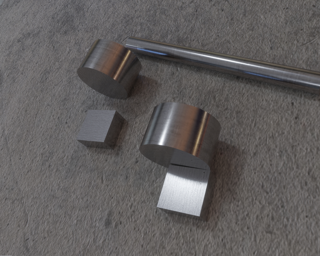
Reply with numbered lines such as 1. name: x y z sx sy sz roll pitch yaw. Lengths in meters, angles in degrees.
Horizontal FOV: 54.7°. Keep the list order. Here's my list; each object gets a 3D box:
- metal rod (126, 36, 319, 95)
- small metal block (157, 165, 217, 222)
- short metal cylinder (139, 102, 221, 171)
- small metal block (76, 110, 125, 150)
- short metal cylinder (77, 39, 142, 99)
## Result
1. metal rod: 0.066 -0.094 0.426 0.300 0.025 0.025 22 74 36
2. small metal block: 0.031 0.072 0.344 0.050 0.025 0.050 4 64 30
3. short metal cylinder: 0.023 0.013 0.348 0.080 0.080 0.050 5 65 30
4. small metal block: -0.085 0.002 0.448 0.050 0.025 0.050 3 63 29
5. short metal cylinder: -0.074 -0.085 0.460 0.080 0.080 0.050 12 68 33
